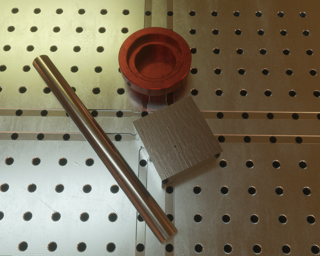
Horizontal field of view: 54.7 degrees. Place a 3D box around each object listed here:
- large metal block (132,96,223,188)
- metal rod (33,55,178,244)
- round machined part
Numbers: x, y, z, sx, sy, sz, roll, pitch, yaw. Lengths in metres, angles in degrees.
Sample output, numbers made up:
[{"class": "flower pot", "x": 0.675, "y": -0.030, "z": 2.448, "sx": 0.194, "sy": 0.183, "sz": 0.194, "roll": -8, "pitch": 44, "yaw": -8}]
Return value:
[{"class": "large metal block", "x": 0.020, "y": 0.018, "z": 0.392, "sx": 0.080, "sy": 0.050, "sz": 0.080, "roll": -25, "pitch": 72, "yaw": -9}, {"class": "metal rod", "x": -0.080, "y": 0.016, "z": 0.405, "sx": 0.025, "sy": 0.025, "sz": 0.300, "roll": -36, "pitch": 74, "yaw": -12}, {"class": "round machined part", "x": -0.007, "y": -0.089, "z": 0.435, "sx": 0.099, "sy": 0.042, "sz": 0.098, "roll": 0, "pitch": 70, "yaw": 0}]
